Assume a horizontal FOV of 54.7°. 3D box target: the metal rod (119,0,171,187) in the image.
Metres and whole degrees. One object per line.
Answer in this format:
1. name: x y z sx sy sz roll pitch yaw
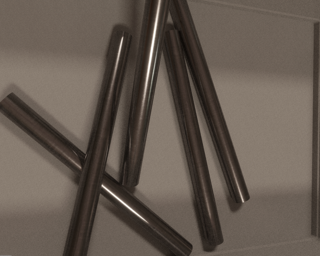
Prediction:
1. metal rod: -0.014 -0.065 0.339 0.025 0.025 0.298 1 115 -20

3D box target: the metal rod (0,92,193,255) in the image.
1. metal rod: -0.069 0.069 0.385 0.300 0.025 0.025 44 76 -15

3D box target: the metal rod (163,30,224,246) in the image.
1. metal rod: 0.045 0.017 0.428 0.025 0.025 0.298 -15 95 -20

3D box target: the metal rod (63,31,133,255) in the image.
1. metal rod: -0.072 0.026 0.360 0.025 0.025 0.299 15 76 -20

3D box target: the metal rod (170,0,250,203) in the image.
1. metal rod: 0.071 -0.035 0.438 0.025 0.025 0.298 -22 98 -19
